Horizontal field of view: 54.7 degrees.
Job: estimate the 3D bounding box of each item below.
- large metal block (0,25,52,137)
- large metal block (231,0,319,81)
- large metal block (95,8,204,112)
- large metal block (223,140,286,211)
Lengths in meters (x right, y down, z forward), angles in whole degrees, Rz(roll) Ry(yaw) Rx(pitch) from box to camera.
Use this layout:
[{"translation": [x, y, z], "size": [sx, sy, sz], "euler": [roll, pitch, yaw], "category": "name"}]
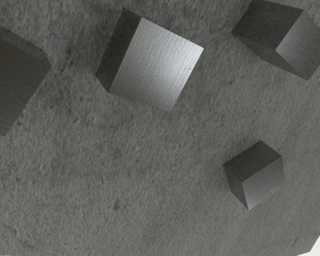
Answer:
[{"translation": [-0.158, -0.050, 0.274], "size": [0.080, 0.050, 0.080], "euler": [30, 102, -38], "category": "large metal block"}, {"translation": [0.152, -0.111, 0.388], "size": [0.080, 0.080, 0.050], "euler": [24, 105, -37], "category": "large metal block"}, {"translation": [-0.013, -0.072, 0.340], "size": [0.081, 0.050, 0.080], "euler": [15, 110, -35], "category": "large metal block"}, {"translation": [0.164, 0.082, 0.534], "size": [0.080, 0.050, 0.080], "euler": [-31, 129, -9], "category": "large metal block"}]
